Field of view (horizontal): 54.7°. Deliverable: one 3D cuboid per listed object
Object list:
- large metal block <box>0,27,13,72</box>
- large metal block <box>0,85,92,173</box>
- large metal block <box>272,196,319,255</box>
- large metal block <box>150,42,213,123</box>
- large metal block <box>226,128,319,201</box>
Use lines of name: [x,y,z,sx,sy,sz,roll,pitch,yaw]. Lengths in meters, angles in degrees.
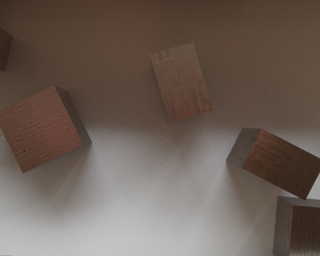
large metal block: [-0.240,-0.108,0.376,0.081,0.080,0.050,13,90,-7]
large metal block: [-0.146,0.001,0.397,0.080,0.050,0.080,-26,90,-1]
large metal block: [0.199,0.137,0.402,0.081,0.050,0.079,5,90,-1]
large metal block: [0.024,-0.051,0.384,0.050,0.080,0.080,-16,90,0]
large metal block: [0.138,0.041,0.386,0.080,0.080,0.050,27,90,-1]
